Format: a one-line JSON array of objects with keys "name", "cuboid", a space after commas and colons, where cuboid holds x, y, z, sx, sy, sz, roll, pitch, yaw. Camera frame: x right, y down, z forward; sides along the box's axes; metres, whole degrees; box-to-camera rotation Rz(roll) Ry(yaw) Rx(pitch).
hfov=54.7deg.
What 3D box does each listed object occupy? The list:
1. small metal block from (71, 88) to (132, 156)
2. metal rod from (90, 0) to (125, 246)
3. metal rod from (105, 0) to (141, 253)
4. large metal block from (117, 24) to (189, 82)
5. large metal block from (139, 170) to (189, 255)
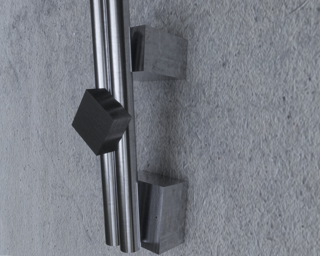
[{"name": "small metal block", "cuboid": [-0.063, -0.007, 0.331, 0.050, 0.025, 0.050, 46, 123, 24]}, {"name": "metal rod", "cuboid": [-0.060, -0.009, 0.361, 0.025, 0.025, 0.298, 4, 100, 40]}, {"name": "metal rod", "cuboid": [-0.040, -0.007, 0.345, 0.025, 0.025, 0.298, 4, 100, 40]}, {"name": "large metal block", "cuboid": [-0.021, -0.089, 0.389, 0.080, 0.081, 0.050, 5, 93, 40]}, {"name": "large metal block", "cuboid": [-0.013, 0.103, 0.400, 0.080, 0.050, 0.079, 6, 94, 39]}]
